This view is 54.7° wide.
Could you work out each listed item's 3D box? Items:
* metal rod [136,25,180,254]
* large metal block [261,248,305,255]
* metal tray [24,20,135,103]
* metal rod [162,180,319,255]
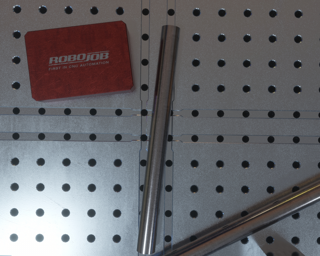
[{"bbox_3d":[-0.002,0.015,0.413,0.025,0.025,0.298,7,90,0],"label":"metal rod"},{"bbox_3d":[0.164,0.206,0.387,0.050,0.080,0.079,0,90,0],"label":"large metal block"},{"bbox_3d":[-0.103,-0.086,0.410,0.131,0.030,0.089,-7,90,0],"label":"metal tray"},{"bbox_3d":[0.105,0.136,0.414,0.301,0.025,0.025,-26,90,0],"label":"metal rod"}]
